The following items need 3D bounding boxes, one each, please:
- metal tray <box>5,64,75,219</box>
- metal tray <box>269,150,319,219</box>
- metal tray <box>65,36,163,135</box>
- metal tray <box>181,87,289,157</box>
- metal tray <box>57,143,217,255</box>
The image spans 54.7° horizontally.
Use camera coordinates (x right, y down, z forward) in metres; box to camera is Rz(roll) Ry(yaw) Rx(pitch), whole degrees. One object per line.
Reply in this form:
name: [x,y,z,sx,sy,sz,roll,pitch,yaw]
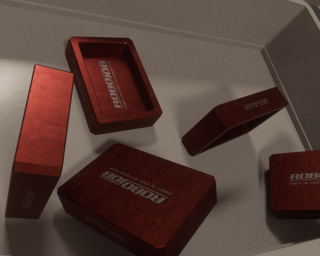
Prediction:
metal tray: [-0.107,0.019,0.270,0.030,0.129,0.090,12,57,-23]
metal tray: [0.219,0.075,0.419,0.030,0.130,0.090,54,37,-42]
metal tray: [-0.062,-0.060,0.406,0.091,0.030,0.130,-9,66,-32]
metal tray: [0.104,-0.009,0.427,0.131,0.090,0.030,-18,72,-35]
metal tray: [-0.023,0.065,0.301,0.130,0.030,0.091,16,41,34]
